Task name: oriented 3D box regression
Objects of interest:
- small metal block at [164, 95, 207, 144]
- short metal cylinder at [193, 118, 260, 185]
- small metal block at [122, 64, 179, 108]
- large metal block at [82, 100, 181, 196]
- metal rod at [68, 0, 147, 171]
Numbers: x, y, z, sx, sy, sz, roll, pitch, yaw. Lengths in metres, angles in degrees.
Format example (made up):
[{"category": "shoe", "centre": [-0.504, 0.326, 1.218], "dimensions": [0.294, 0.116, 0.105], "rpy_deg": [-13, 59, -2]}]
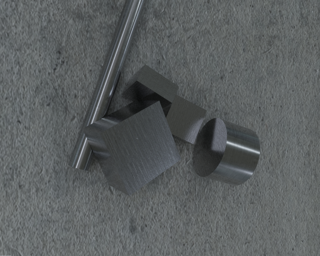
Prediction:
[{"category": "small metal block", "centre": [0.028, -0.011, 0.421], "dimensions": [0.050, 0.025, 0.050], "rpy_deg": [26, 81, -19]}, {"category": "short metal cylinder", "centre": [0.086, 0.032, 0.413], "dimensions": [0.050, 0.080, 0.080], "rpy_deg": [18, 84, -20]}, {"category": "small metal block", "centre": [-0.013, -0.047, 0.389], "dimensions": [0.050, 0.050, 0.025], "rpy_deg": [31, 65, -18]}, {"category": "large metal block", "centre": [-0.032, 0.020, 0.370], "dimensions": [0.081, 0.050, 0.080], "rpy_deg": [-32, 112, -28]}, {"category": "metal rod", "centre": [-0.053, -0.094, 0.389], "dimensions": [0.025, 0.025, 0.299], "rpy_deg": [20, 83, -19]}]
